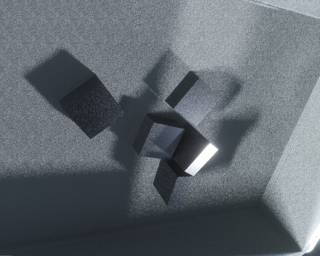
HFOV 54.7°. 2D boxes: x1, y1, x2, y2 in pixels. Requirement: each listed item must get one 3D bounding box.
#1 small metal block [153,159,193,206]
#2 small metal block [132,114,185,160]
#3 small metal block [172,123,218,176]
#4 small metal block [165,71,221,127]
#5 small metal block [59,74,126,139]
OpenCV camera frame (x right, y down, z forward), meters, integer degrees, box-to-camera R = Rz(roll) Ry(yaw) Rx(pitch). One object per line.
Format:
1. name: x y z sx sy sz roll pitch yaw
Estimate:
1. small metal block: 0.017 0.076 0.449 0.025 0.050 0.050 3 117 -30
2. small metal block: -0.002 0.013 0.415 0.050 0.025 0.050 12 112 -33
3. small metal block: 0.043 0.030 0.432 0.050 0.050 0.025 -49 138 6
4. small metal block: 0.044 -0.038 0.409 0.050 0.025 0.050 34 99 -39
5. small metal block: -0.076 -0.024 0.352 0.050 0.025 0.050 -37 129 -4
